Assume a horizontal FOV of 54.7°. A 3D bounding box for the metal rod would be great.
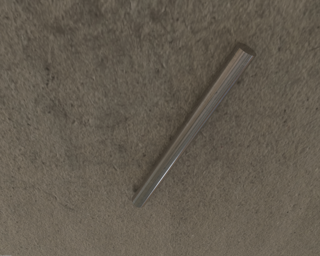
[{"bbox_3d":[0.030,0.017,0.422,0.025,0.025,0.298,20,127,-17],"label":"metal rod"}]
